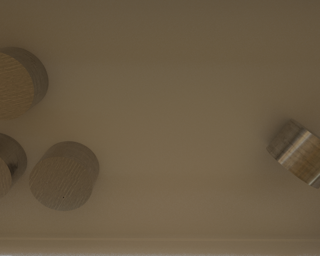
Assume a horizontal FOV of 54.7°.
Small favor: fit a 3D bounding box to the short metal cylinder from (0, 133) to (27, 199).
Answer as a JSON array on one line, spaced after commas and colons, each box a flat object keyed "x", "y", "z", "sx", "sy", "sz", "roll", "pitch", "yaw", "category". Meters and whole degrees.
[{"x": -0.228, "y": 0.052, "z": 0.414, "sx": 0.081, "sy": 0.050, "sz": 0.079, "roll": 0, "pitch": 110, "yaw": -1, "category": "short metal cylinder"}]

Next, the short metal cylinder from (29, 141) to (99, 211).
[{"x": -0.127, "y": 0.064, "z": 0.420, "sx": 0.081, "sy": 0.050, "sz": 0.079, "roll": 0, "pitch": 110, "yaw": -1, "category": "short metal cylinder"}]

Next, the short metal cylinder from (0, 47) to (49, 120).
[{"x": -0.184, "y": -0.055, "z": 0.375, "sx": 0.081, "sy": 0.050, "sz": 0.079, "roll": 0, "pitch": 110, "yaw": -1, "category": "short metal cylinder"}]

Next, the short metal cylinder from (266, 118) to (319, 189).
[{"x": 0.186, "y": 0.031, "z": 0.396, "sx": 0.080, "sy": 0.080, "sz": 0.050, "roll": 32, "pitch": 107, "yaw": -11, "category": "short metal cylinder"}]
